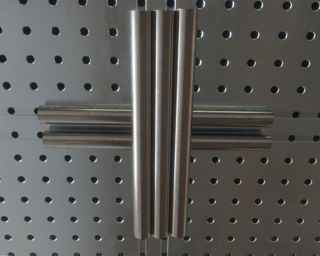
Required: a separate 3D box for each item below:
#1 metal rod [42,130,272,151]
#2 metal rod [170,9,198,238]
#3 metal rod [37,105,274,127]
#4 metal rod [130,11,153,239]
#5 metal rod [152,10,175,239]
[{"bbox_3d":[-0.003,0.017,0.420,0.302,0.025,0.025,1,110,-1],"label":"metal rod"},{"bbox_3d":[0.028,0.009,0.391,0.025,0.025,0.298,0,110,-1],"label":"metal rod"},{"bbox_3d":[-0.005,-0.015,0.408,0.302,0.025,0.025,1,110,-1],"label":"metal rod"},{"bbox_3d":[-0.023,0.011,0.391,0.025,0.025,0.298,0,110,-1],"label":"metal rod"},{"bbox_3d":[0.002,0.011,0.391,0.025,0.025,0.298,0,110,-1],"label":"metal rod"}]
